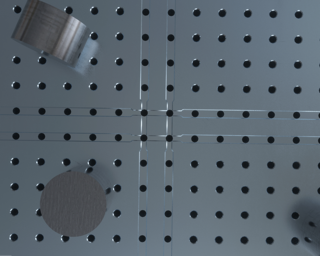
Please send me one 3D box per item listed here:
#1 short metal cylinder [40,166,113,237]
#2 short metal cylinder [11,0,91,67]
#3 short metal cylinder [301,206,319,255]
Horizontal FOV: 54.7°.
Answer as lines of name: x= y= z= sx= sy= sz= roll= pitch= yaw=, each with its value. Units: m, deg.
short metal cylinder: x=-0.105 y=0.092 z=0.400 sx=0.081 sy=0.050 sz=0.079 roll=0 pitch=90 yaw=0
short metal cylinder: x=-0.134 y=-0.115 z=0.385 sx=0.080 sy=0.080 sz=0.050 roll=24 pitch=90 yaw=0
short metal cylinder: x=0.235 y=0.145 z=0.403 sx=0.081 sy=0.050 sz=0.079 roll=0 pitch=90 yaw=0
